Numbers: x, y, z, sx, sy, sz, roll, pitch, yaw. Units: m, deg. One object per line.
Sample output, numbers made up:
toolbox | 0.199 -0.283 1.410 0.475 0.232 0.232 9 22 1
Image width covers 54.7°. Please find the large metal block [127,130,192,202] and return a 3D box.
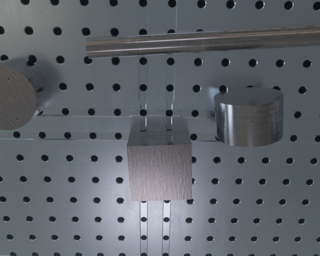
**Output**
large metal block | 0.001 0.050 0.418 0.081 0.050 0.079 -2 110 0

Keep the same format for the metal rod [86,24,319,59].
metal rod | 0.064 -0.105 0.375 0.302 0.025 0.025 -3 110 1

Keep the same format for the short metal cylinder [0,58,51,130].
short metal cylinder | -0.184 -0.043 0.382 0.081 0.050 0.079 0 110 0

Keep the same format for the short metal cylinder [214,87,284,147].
short metal cylinder | 0.108 -0.016 0.379 0.080 0.080 0.050 -6 110 2
